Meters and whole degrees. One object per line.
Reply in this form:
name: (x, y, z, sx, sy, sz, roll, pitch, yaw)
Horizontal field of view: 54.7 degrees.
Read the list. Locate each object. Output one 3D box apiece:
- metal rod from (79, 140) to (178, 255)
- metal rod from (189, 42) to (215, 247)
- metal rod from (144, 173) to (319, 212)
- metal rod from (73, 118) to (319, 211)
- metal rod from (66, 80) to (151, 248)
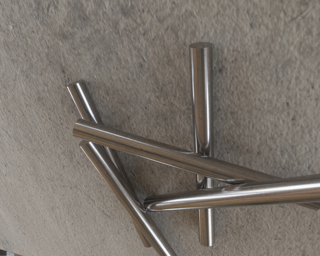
metal rod: (-0.032, 0.136, 0.485, 0.025, 0.025, 0.299, -13, 118, 33)
metal rod: (0.057, 0.042, 0.401, 0.025, 0.025, 0.298, 8, 122, 24)
metal rod: (0.071, 0.084, 0.373, 0.025, 0.025, 0.299, 54, 142, -11)
metal rod: (0.039, 0.041, 0.375, 0.301, 0.025, 0.025, 16, 125, 7)
metal rod: (-0.068, 0.068, 0.482, 0.025, 0.025, 0.298, -8, 115, 31)
